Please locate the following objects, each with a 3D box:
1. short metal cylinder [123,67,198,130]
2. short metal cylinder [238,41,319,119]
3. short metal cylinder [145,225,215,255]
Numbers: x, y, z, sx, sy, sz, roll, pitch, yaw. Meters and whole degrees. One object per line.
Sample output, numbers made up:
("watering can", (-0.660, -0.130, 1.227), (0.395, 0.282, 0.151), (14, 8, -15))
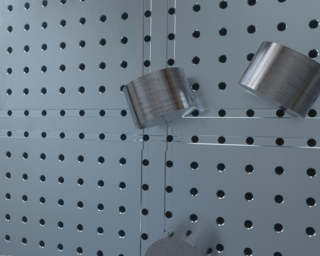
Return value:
("short metal cylinder", (0.000, -0.035, 0.383), (0.080, 0.080, 0.050), (-21, 83, 19))
("short metal cylinder", (0.133, -0.051, 0.336), (0.080, 0.080, 0.050), (32, 101, 17))
("short metal cylinder", (0.025, 0.170, 0.390), (0.080, 0.050, 0.079), (0, 90, 20))
